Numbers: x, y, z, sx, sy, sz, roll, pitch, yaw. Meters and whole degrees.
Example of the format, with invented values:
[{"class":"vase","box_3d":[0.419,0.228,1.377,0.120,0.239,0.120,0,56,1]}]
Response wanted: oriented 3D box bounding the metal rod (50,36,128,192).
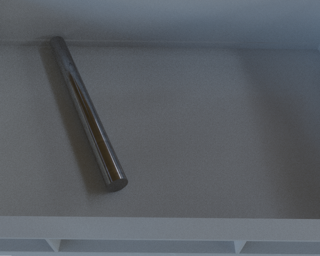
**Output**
[{"class":"metal rod","box_3d":[-0.111,-0.040,0.436,0.025,0.025,0.300,-19,53,-16]}]
